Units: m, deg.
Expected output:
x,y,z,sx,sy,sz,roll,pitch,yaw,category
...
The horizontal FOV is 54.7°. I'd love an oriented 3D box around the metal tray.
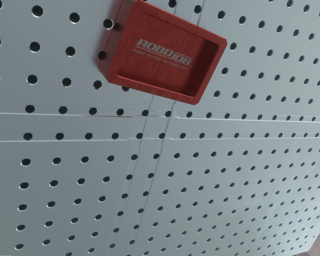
x,y,z,sx,sy,sz,roll,pitch,yaw,category
0.006,-0.084,0.360,0.131,0.030,0.089,11,113,-34,metal tray
